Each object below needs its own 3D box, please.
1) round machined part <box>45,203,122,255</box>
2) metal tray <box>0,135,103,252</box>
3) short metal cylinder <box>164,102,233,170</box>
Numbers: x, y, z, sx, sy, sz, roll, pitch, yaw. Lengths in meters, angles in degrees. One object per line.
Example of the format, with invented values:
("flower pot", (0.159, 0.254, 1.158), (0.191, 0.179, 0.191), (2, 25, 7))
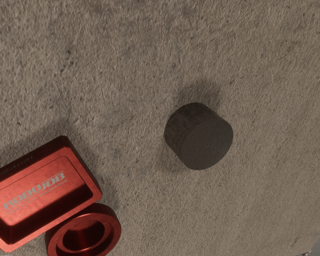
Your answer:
("round machined part", (-0.106, 0.140, 0.426), (0.099, 0.042, 0.097), (-14, 125, -21))
("metal tray", (-0.147, 0.078, 0.366), (0.131, 0.030, 0.090), (-30, 123, -10))
("short metal cylinder", (0.053, 0.011, 0.429), (0.081, 0.050, 0.079), (-14, 125, -21))
